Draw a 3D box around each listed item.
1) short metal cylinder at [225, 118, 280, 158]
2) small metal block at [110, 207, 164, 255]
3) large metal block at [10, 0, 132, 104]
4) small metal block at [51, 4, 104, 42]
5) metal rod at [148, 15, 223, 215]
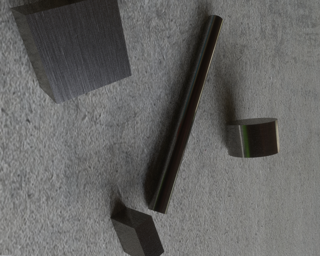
[{"bbox_3d":[0.148,0.014,0.496,0.081,0.080,0.050,-12,98,-40],"label":"short metal cylinder"},{"bbox_3d":[-0.027,0.127,0.368,0.025,0.050,0.050,-29,109,-36],"label":"small metal block"},{"bbox_3d":[-0.081,-0.080,0.296,0.081,0.050,0.079,-27,127,-25],"label":"large metal block"},{"bbox_3d":[-0.087,-0.123,0.333,0.050,0.025,0.050,5,87,-40],"label":"small metal block"},{"bbox_3d":[0.041,-0.029,0.441,0.025,0.025,0.299,29,72,-37],"label":"metal rod"}]
